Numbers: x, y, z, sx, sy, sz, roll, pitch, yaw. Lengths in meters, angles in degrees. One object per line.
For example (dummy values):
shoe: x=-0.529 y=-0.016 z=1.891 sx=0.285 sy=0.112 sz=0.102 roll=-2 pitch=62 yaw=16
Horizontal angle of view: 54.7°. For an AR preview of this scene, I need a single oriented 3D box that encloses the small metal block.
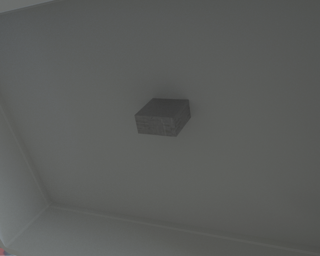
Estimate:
small metal block: x=0.005 y=-0.014 z=0.380 sx=0.050 sy=0.050 sz=0.025 roll=5 pitch=121 yaw=25
